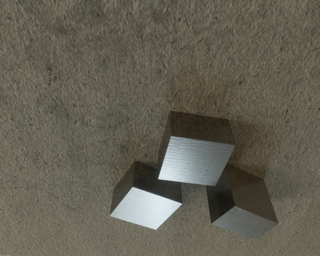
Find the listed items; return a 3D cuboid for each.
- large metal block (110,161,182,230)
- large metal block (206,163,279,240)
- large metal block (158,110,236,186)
[{"bbox_3d":[-0.022,0.106,0.481,0.080,0.050,0.080,23,126,-19],"label":"large metal block"},{"bbox_3d":[0.119,0.109,0.465,0.080,0.080,0.050,26,126,-20],"label":"large metal block"},{"bbox_3d":[0.045,0.029,0.416,0.081,0.050,0.079,8,130,-8],"label":"large metal block"}]
